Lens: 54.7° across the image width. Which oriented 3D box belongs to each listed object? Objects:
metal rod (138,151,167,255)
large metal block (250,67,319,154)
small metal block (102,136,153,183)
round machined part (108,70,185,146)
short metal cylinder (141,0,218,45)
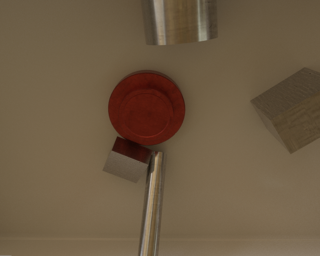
[{"bbox_3d":[-0.017,0.175,0.374,0.025,0.025,0.299,7,69,-3],"label":"metal rod"},{"bbox_3d":[0.168,-0.024,0.376,0.080,0.080,0.050,-33,107,11],"label":"large metal block"},{"bbox_3d":[-0.044,0.044,0.416,0.050,0.025,0.050,22,136,-9],"label":"small metal block"},{"bbox_3d":[-0.017,-0.022,0.394,0.099,0.042,0.097,0,110,-1],"label":"round machined part"},{"bbox_3d":[0.022,-0.121,0.338,0.080,0.080,0.050,-6,110,2],"label":"short metal cylinder"}]
